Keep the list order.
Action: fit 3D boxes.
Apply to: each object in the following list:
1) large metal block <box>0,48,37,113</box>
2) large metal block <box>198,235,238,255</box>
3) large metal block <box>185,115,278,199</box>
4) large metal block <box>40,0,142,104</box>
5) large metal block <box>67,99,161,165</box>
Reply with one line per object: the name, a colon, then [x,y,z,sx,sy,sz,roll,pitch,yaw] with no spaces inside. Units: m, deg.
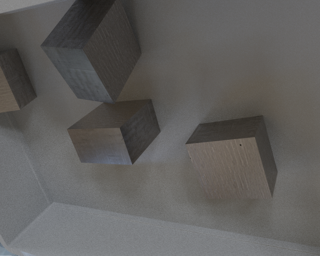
large metal block: [-0.249,-0.069,0.468,0.080,0.050,0.080,-7,116,13]
large metal block: [0.080,0.230,0.475,0.050,0.080,0.079,13,124,21]
large metal block: [0.087,0.037,0.369,0.080,0.050,0.080,-8,114,32]
large metal block: [-0.069,-0.085,0.339,0.050,0.080,0.080,10,149,23]
large metal block: [-0.057,0.003,0.405,0.080,0.080,0.050,-1,118,29]
